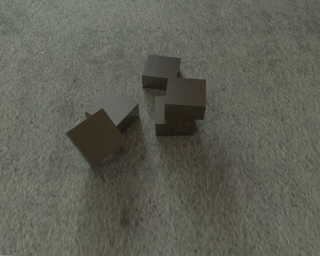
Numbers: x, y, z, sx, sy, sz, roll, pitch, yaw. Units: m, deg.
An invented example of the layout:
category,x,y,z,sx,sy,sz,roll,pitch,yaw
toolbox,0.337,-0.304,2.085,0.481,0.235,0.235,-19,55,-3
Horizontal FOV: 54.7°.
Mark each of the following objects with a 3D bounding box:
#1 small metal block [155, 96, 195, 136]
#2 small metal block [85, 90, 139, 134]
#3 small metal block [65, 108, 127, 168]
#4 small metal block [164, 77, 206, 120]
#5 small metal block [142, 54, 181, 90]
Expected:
category,x,y,z,sx,sy,sz,roll,pitch,yaw
small metal block,0.019,-0.017,0.417,0.050,0.025,0.050,-1,50,-1
small metal block,-0.063,-0.019,0.418,0.050,0.025,0.050,25,53,19
small metal block,-0.077,0.012,0.372,0.050,0.025,0.050,-38,100,-19
small metal block,0.033,-0.039,0.404,0.050,0.025,0.050,5,50,3
small metal block,0.003,-0.085,0.474,0.050,0.025,0.050,8,50,6
